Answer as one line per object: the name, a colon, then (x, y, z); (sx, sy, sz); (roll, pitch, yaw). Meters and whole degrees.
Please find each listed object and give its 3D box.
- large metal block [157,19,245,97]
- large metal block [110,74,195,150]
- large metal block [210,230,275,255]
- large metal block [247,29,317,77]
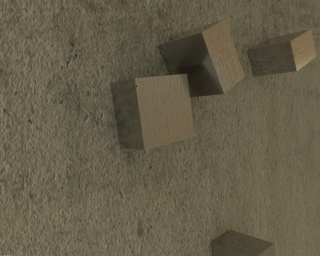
large metal block: (0.055, -0.089, 0.414); (0.050, 0.080, 0.080); (-38, 114, -33)
large metal block: (-0.008, -0.021, 0.382); (0.081, 0.050, 0.079); (-13, 98, -39)
large metal block: (0.130, 0.214, 0.478); (0.050, 0.080, 0.079); (-13, 99, -39)
large metal block: (0.216, -0.132, 0.549); (0.081, 0.080, 0.050); (-32, 110, -35)
